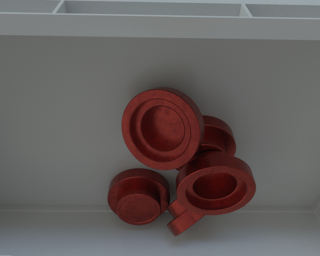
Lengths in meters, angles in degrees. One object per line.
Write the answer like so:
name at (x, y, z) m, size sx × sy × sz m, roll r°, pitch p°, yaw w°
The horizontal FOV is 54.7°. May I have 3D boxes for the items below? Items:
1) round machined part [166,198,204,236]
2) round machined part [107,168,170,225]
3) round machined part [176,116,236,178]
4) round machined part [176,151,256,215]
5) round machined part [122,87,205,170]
round machined part at (0.048, 0.119, 0.477) m, size 0.042 × 0.099 × 0.098 m, roll 52°, pitch 122°, yaw 13°
round machined part at (-0.033, 0.114, 0.486) m, size 0.099 × 0.042 × 0.097 m, roll -1°, pitch 122°, yaw -2°
round machined part at (0.056, 0.034, 0.428) m, size 0.099 × 0.042 × 0.097 m, roll -1°, pitch 130°, yaw 0°
round machined part at (0.070, 0.067, 0.401) m, size 0.099 × 0.042 × 0.097 m, roll -1°, pitch 130°, yaw 0°
round machined part at (0.007, -0.002, 0.378) m, size 0.098 × 0.042 × 0.097 m, roll 6°, pitch 106°, yaw 20°
